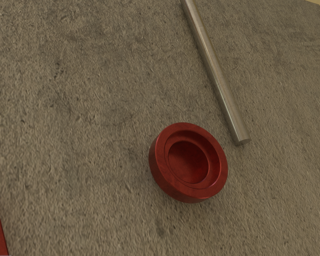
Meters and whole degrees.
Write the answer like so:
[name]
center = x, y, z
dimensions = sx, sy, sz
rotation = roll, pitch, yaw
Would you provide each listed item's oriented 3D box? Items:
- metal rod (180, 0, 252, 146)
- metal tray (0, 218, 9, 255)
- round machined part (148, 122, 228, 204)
[metal rod]
center = 0.086, -0.110, 0.517
dimensions = 0.025, 0.025, 0.299
rotation = -2, 63, -29
[metal tray]
center = -0.169, 0.111, 0.241
dimensions = 0.091, 0.030, 0.130
rotation = -12, 68, -33
[round machined part]
center = 0.031, 0.045, 0.382
dimensions = 0.099, 0.042, 0.098
rotation = 14, 56, -21
